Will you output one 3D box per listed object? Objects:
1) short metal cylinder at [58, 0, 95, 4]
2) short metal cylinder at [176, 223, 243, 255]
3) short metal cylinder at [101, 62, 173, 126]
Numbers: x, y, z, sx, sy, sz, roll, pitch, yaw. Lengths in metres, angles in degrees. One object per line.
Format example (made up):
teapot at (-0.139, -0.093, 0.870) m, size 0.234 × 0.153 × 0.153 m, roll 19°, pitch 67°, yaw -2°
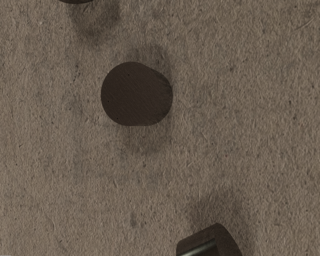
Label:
short metal cylinder at (-0.112, -0.213, 0.418) m, size 0.080 × 0.080 × 0.050 m, roll -19°, pitch 84°, yaw 18°
short metal cylinder at (0.062, 0.158, 0.357) m, size 0.050 × 0.080 × 0.080 m, roll -32°, pitch 80°, yaw 17°
short metal cylinder at (-0.029, -0.042, 0.405) m, size 0.080 × 0.050 × 0.079 m, roll 0°, pitch 90°, yaw 19°
